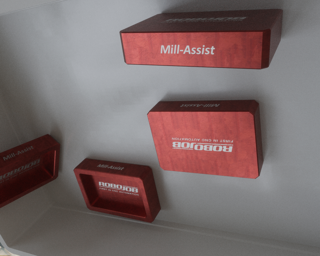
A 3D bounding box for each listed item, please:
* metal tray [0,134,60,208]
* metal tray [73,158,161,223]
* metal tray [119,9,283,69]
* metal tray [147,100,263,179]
[{"bbox_3d":[-0.229,0.072,0.504,0.030,0.131,0.089,37,131,24],"label":"metal tray"},{"bbox_3d":[-0.070,0.100,0.503,0.130,0.030,0.089,3,120,26],"label":"metal tray"},{"bbox_3d":[0.041,-0.086,0.291,0.130,0.090,0.030,7,122,24],"label":"metal tray"},{"bbox_3d":[0.056,0.013,0.384,0.130,0.030,0.089,1,119,27],"label":"metal tray"}]
